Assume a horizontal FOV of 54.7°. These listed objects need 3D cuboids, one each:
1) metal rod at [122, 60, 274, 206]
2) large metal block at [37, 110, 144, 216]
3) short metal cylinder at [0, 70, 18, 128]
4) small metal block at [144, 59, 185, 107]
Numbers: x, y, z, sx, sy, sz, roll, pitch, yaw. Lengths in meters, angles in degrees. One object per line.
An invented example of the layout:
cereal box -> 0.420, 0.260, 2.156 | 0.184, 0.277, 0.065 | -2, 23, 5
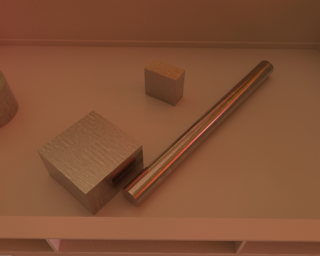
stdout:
metal rod -> 0.067, -0.009, 0.413 | 0.025, 0.025, 0.302 | 34, 58, 25
large metal block -> -0.076, 0.037, 0.357 | 0.080, 0.050, 0.080 | 34, 57, 25
short metal cylinder -> -0.242, -0.039, 0.418 | 0.081, 0.050, 0.080 | 0, 50, 0
small metal block -> 0.006, -0.065, 0.443 | 0.050, 0.050, 0.025 | 24, 54, 18
